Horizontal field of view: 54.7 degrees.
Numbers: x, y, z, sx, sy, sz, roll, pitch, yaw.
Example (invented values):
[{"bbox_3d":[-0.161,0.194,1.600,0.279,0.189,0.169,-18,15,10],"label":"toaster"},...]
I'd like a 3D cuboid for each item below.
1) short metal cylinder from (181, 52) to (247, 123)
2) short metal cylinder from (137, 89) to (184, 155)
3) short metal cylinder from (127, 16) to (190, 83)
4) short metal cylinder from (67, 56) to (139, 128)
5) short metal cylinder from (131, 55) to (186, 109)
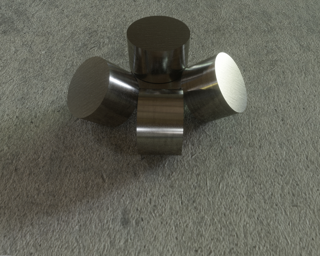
[{"bbox_3d":[0.072,-0.052,0.406,0.050,0.080,0.080,-18,39,37],"label":"short metal cylinder"},{"bbox_3d":[0.001,-0.007,0.374,0.050,0.080,0.080,1,50,1],"label":"short metal cylinder"},{"bbox_3d":[-0.002,-0.105,0.411,0.081,0.050,0.080,0,50,0],"label":"short metal cylinder"},{"bbox_3d":[-0.074,-0.045,0.399,0.080,0.050,0.080,-13,68,36],"label":"short metal cylinder"},{"bbox_3d":[0.000,-0.059,0.438,0.081,0.050,0.080,0,50,0],"label":"short metal cylinder"}]
